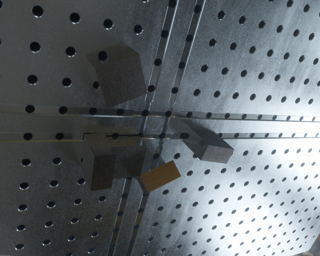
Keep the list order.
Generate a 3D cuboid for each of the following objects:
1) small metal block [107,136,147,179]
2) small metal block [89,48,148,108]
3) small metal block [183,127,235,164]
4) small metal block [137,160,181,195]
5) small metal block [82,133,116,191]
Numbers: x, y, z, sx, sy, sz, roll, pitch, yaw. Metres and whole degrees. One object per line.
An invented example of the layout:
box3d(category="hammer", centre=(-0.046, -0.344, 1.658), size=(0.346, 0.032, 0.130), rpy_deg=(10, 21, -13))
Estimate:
box3d(category="small metal block", centre=(-0.049, 0.039, 0.410), size=(0.050, 0.025, 0.050), rpy_deg=(-2, 119, -28))
box3d(category="small metal block", centre=(-0.046, -0.057, 0.352), size=(0.050, 0.025, 0.050), rpy_deg=(-22, 127, -15))
box3d(category="small metal block", centre=(0.070, 0.025, 0.451), size=(0.050, 0.050, 0.025), rpy_deg=(11, 113, -33))
box3d(category="small metal block", centre=(-0.002, 0.071, 0.438), size=(0.050, 0.025, 0.050), rpy_deg=(-24, 170, -14))
box3d(category="small metal block", centre=(-0.076, 0.040, 0.379), size=(0.025, 0.050, 0.050), rpy_deg=(-3, 120, -27))
